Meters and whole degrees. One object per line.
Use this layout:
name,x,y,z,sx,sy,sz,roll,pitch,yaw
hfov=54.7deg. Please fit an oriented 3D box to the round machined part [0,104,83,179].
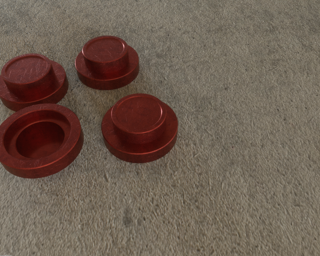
round machined part,-0.142,0.019,0.375,0.099,0.042,0.098,0,50,0

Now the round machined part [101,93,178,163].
round machined part,-0.026,-0.007,0.398,0.099,0.042,0.098,0,50,0

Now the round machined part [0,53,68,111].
round machined part,-0.188,-0.072,0.451,0.099,0.042,0.098,0,50,0

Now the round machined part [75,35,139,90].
round machined part,-0.082,-0.107,0.481,0.099,0.042,0.098,0,50,0
